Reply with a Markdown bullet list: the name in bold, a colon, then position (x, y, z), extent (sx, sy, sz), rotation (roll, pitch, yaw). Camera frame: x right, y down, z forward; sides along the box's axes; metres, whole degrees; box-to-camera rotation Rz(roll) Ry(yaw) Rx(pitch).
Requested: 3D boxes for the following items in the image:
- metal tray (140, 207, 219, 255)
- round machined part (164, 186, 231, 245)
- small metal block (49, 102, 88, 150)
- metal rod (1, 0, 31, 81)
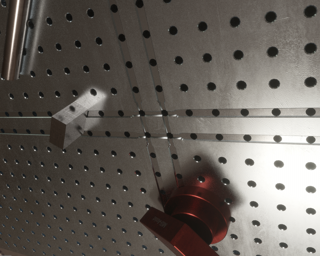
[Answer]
- **metal tray**: position (0.030, 0.163, 0.443), extent (0.090, 0.030, 0.130), rotation (46, 162, -13)
- **round machined part**: position (0.051, 0.137, 0.457), extent (0.098, 0.042, 0.097), rotation (13, 124, 20)
- **small metal block**: position (-0.136, -0.004, 0.462), extent (0.025, 0.050, 0.050), rotation (28, 128, 10)
- **metal rod**: position (-0.172, -0.181, 0.387), extent (0.025, 0.025, 0.298), rotation (35, 129, 5)
